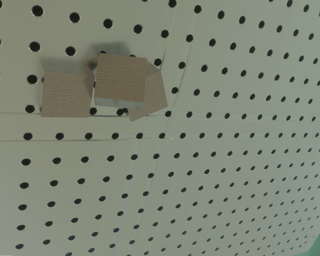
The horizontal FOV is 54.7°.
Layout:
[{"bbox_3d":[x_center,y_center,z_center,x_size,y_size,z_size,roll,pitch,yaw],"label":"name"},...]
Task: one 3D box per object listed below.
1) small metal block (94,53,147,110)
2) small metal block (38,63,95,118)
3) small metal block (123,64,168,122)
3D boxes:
[{"bbox_3d":[-0.042,-0.049,0.332,0.050,0.025,0.050,5,75,-8],"label":"small metal block"},{"bbox_3d":[-0.101,-0.039,0.333,0.050,0.025,0.050,0,119,-29],"label":"small metal block"},{"bbox_3d":[-0.022,-0.043,0.374,0.050,0.025,0.050,-24,128,-14],"label":"small metal block"}]
